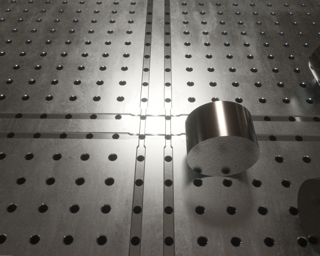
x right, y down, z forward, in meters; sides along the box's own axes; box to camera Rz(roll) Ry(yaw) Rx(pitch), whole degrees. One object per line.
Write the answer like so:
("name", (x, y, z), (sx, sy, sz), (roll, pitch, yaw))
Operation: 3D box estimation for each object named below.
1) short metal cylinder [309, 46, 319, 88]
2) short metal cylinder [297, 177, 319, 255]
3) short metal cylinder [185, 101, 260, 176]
("short metal cylinder", (0.267, -0.088, 0.450), (0.081, 0.080, 0.050), (-1, 50, -1))
("short metal cylinder", (0.180, 0.086, 0.302), (0.050, 0.080, 0.080), (-8, 51, -7))
("short metal cylinder", (0.070, 0.014, 0.361), (0.081, 0.080, 0.050), (0, 50, 0))
